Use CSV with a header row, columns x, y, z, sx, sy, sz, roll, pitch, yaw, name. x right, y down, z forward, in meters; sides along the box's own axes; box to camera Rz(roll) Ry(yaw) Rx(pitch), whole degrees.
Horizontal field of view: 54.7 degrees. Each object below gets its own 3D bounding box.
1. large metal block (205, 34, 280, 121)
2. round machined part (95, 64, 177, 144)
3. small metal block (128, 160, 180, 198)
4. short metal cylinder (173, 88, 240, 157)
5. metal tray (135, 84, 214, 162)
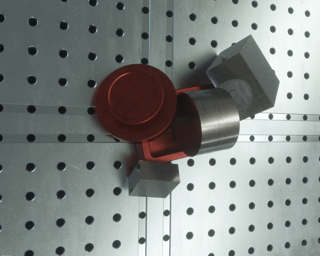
x,y,z,sx,sy,sz,roll,pitch,yaw,name
0.114,-0.068,0.417,0.080,0.050,0.080,53,38,-13,large metal block
-0.029,-0.032,0.369,0.099,0.042,0.098,-1,76,3,round machined part
-0.009,0.066,0.390,0.050,0.050,0.025,8,53,-19,small metal block
0.054,-0.008,0.386,0.050,0.080,0.079,-10,94,-21,short metal cylinder
0.029,-0.007,0.418,0.131,0.030,0.089,-12,94,-20,metal tray
